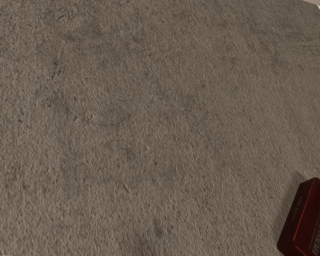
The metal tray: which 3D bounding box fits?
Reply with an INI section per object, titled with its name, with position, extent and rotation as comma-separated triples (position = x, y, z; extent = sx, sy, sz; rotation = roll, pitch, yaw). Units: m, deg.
[metal tray]
position = 0.226, 0.145, 0.437
extent = 0.090, 0.030, 0.131
rotation = 43, 51, 1
